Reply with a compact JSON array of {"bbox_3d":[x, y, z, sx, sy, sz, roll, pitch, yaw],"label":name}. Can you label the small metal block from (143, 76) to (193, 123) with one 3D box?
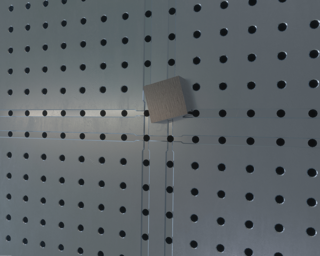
[{"bbox_3d":[0.011,-0.036,0.409,0.050,0.025,0.050,-14,85,19],"label":"small metal block"}]
